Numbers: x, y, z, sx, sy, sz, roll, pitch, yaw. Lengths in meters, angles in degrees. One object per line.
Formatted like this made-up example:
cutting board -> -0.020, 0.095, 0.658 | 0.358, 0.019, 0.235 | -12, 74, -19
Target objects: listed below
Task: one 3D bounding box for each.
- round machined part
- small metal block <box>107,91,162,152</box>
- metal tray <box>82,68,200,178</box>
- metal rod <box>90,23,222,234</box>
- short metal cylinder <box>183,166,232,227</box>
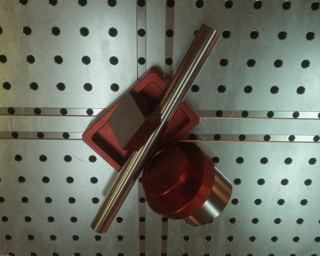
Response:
round machined part -> 0.016, 0.060, 0.386 | 0.098, 0.098, 0.042 | -44, 127, 14
small metal block -> -0.032, -0.008, 0.373 | 0.025, 0.050, 0.050 | 11, 127, -45
metal tray -> -0.025, -0.003, 0.408 | 0.130, 0.030, 0.090 | -41, 106, 13
metal rod -> -0.014, 0.014, 0.386 | 0.025, 0.025, 0.298 | 27, 108, -10
short metal cylinder -> 0.048, 0.083, 0.414 | 0.080, 0.080, 0.050 | -41, 105, 13
